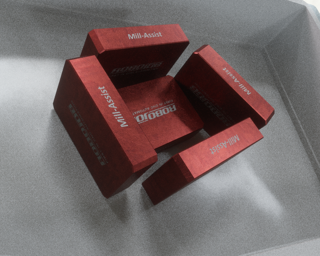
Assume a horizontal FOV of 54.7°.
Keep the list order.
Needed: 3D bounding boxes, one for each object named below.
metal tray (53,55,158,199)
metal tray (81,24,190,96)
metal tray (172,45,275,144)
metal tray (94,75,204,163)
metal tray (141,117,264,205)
[{"bbox_3d":[-0.064,0.001,0.327,0.030,0.090,0.130,-23,75,-37],"label":"metal tray"},{"bbox_3d":[-0.036,-0.087,0.396,0.131,0.090,0.030,-17,71,-35],"label":"metal tray"},{"bbox_3d":[0.080,-0.039,0.431,0.130,0.090,0.030,45,52,3],"label":"metal tray"},{"bbox_3d":[-0.016,-0.013,0.400,0.131,0.030,0.090,-22,74,-36],"label":"metal tray"},{"bbox_3d":[0.051,0.038,0.367,0.131,0.090,0.030,-23,74,-36],"label":"metal tray"}]
